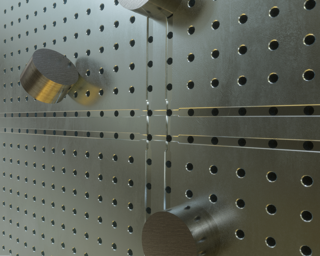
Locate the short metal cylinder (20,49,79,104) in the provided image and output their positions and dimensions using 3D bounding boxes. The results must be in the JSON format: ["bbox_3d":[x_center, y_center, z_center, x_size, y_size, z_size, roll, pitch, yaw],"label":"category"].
[{"bbox_3d":[-0.188,-0.088,0.529,0.050,0.081,0.080,-42,65,32],"label":"short metal cylinder"}]

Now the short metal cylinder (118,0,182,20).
[{"bbox_3d":[-0.013,-0.188,0.404,0.080,0.050,0.079,0,90,40],"label":"short metal cylinder"}]

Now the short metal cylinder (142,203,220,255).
[{"bbox_3d":[0.025,0.135,0.373,0.080,0.050,0.079,0,90,40],"label":"short metal cylinder"}]
